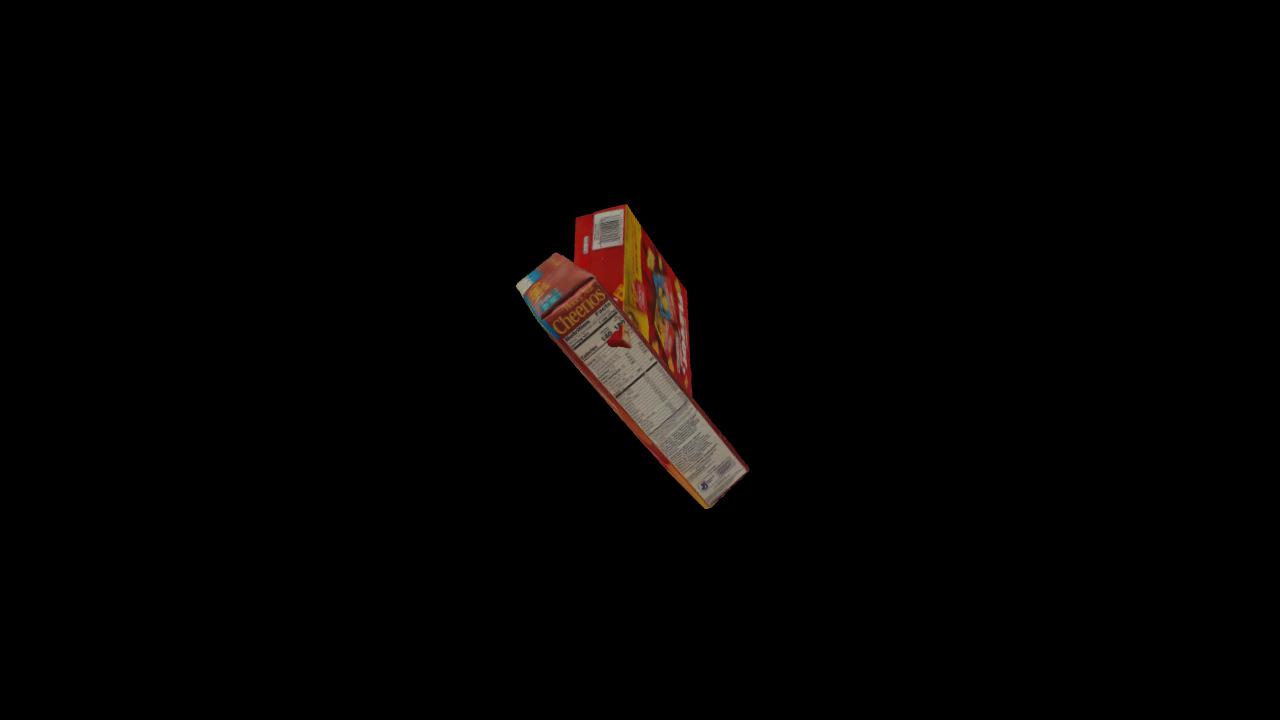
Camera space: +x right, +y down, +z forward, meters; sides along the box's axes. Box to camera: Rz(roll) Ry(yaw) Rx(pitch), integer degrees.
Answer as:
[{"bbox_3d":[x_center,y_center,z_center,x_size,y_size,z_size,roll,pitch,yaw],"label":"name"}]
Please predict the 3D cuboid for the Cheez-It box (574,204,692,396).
[{"bbox_3d":[-0.002,-0.053,0.736,0.071,0.166,0.223,-9,-22,21],"label":"Cheez-It box"}]

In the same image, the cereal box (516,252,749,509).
[{"bbox_3d":[-0.015,0.018,0.736,0.081,0.306,0.203,-41,25,-3],"label":"cereal box"}]
